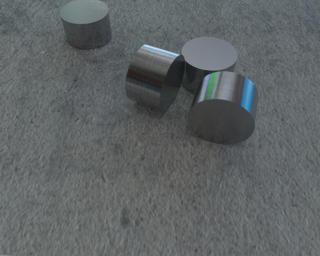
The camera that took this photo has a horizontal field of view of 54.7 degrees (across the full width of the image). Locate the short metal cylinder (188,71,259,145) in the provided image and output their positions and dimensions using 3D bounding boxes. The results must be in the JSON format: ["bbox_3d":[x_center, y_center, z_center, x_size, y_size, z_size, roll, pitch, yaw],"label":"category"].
[{"bbox_3d":[0.080,-0.024,0.389,0.080,0.080,0.050,13,51,10],"label":"short metal cylinder"}]

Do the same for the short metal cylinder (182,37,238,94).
[{"bbox_3d":[0.071,-0.093,0.466,0.081,0.050,0.080,0,50,0],"label":"short metal cylinder"}]

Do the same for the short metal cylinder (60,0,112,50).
[{"bbox_3d":[-0.126,-0.180,0.537,0.081,0.050,0.080,0,50,0],"label":"short metal cylinder"}]

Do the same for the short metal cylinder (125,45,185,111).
[{"bbox_3d":[-0.005,-0.068,0.425,0.050,0.080,0.080,21,53,16],"label":"short metal cylinder"}]
